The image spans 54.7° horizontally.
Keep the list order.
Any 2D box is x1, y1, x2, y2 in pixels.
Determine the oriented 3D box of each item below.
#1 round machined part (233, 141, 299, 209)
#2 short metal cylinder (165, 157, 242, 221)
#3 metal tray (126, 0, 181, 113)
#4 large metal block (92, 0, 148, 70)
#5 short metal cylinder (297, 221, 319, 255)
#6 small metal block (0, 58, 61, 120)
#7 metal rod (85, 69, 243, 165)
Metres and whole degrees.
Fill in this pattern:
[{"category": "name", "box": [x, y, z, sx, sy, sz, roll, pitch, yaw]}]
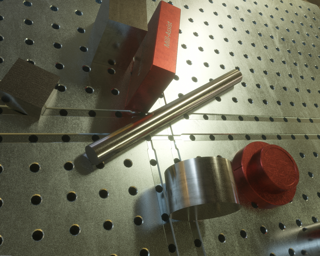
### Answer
[{"category": "round machined part", "box": [0.158, 0.062, 0.444, 0.099, 0.042, 0.098, 14, 56, -21]}, {"category": "short metal cylinder", "box": [0.048, 0.072, 0.355, 0.081, 0.080, 0.050, 7, 59, -25]}, {"category": "metal tray", "box": [-0.009, -0.096, 0.419, 0.030, 0.090, 0.130, 18, 55, -18]}, {"category": "large metal block", "box": [-0.057, -0.141, 0.428, 0.050, 0.080, 0.080, 10, 58, -23]}, {"category": "short metal cylinder", "box": [0.235, 0.165, 0.418, 0.081, 0.050, 0.080, 14, 56, -21]}, {"category": "small metal block", "box": [-0.150, -0.045, 0.355, 0.050, 0.025, 0.050, 25, 53, -13]}, {"category": "metal rod", "box": [0.027, -0.029, 0.440, 0.302, 0.025, 0.025, -30, 79, -38]}]
